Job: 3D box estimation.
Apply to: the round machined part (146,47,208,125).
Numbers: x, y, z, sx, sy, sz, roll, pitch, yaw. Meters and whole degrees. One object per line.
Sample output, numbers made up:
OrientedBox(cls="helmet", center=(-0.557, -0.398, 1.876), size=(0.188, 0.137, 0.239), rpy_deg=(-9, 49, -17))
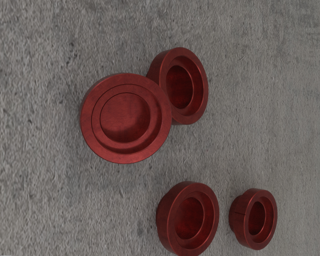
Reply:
OrientedBox(cls="round machined part", center=(0.018, -0.052, 0.403), size=(0.099, 0.042, 0.097), rpy_deg=(4, 85, -47))

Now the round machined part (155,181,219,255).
OrientedBox(cls="round machined part", center=(0.033, 0.121, 0.421), size=(0.099, 0.042, 0.097), rpy_deg=(0, 90, -40))

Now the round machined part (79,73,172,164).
OrientedBox(cls="round machined part", center=(-0.040, -0.013, 0.345), size=(0.099, 0.042, 0.097), rpy_deg=(-4, 103, -18))

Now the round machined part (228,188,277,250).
OrientedBox(cls="round machined part", center=(0.153, 0.150, 0.522), size=(0.099, 0.042, 0.097), rpy_deg=(0, 90, -40))
